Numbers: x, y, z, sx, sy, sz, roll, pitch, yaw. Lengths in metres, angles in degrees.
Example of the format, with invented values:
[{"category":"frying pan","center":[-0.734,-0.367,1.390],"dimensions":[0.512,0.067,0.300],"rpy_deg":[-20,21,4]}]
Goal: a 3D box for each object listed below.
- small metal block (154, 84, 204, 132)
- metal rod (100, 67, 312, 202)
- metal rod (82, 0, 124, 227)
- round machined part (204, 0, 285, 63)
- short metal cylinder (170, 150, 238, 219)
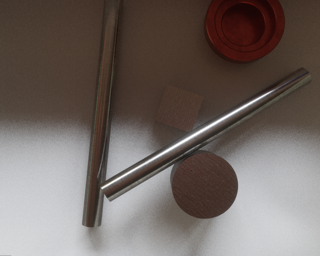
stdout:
[{"category":"small metal block","center":[0.025,-0.025,0.412],"dimensions":[0.050,0.025,0.050],"rpy_deg":[19,90,-1]},{"category":"metal rod","center":[0.064,0.004,0.394],"dimensions":[0.301,0.025,0.025],"rpy_deg":[-30,90,-8]},{"category":"metal rod","center":[-0.076,-0.021,0.410],"dimensions":[0.025,0.025,0.298],"rpy_deg":[6,90,-1]},{"category":"round machined part","center":[0.106,-0.132,0.404],"dimensions":[0.099,0.042,0.097],"rpy_deg":[0,90,-1]},{"category":"short metal cylinder","center":[0.054,0.070,0.400],"dimensions":[0.081,0.050,0.079],"rpy_deg":[0,90,-1]}]
